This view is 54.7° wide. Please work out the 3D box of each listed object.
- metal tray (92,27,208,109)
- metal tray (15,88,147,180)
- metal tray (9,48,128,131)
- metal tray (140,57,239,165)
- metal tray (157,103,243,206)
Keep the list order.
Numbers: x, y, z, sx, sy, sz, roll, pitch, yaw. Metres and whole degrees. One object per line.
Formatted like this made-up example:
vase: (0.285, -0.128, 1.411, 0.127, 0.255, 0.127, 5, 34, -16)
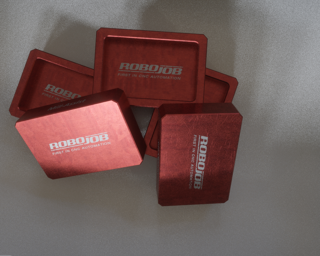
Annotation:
metal tray: (-0.012, -0.069, 0.377, 0.131, 0.030, 0.089, 4, 90, -1)
metal tray: (-0.092, 0.011, 0.372, 0.130, 0.030, 0.090, -12, 120, 15)
metal tray: (-0.115, -0.038, 0.404, 0.131, 0.030, 0.090, 20, 90, -1)
metal tray: (0.037, -0.016, 0.408, 0.090, 0.030, 0.129, 19, 90, -1)
metal tray: (0.043, 0.034, 0.376, 0.091, 0.030, 0.129, -1, 119, -6)
